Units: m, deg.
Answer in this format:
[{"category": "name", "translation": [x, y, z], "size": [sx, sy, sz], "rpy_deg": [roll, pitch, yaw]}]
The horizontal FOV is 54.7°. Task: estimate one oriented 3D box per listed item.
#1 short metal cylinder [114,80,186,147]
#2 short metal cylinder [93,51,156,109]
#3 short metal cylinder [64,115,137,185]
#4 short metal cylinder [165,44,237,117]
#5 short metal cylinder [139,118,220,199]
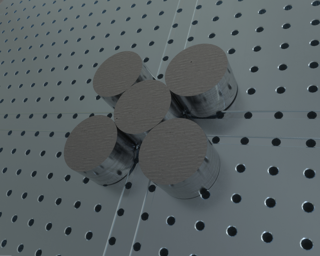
[{"category": "short metal cylinder", "translation": [-0.013, -0.016, 0.407], "size": [0.080, 0.050, 0.080], "rpy_deg": [-13, 56, 20]}, {"category": "short metal cylinder", "translation": [-0.051, -0.066, 0.457], "size": [0.080, 0.050, 0.080], "rpy_deg": [-13, 56, 20]}, {"category": "short metal cylinder", "translation": [-0.079, 0.030, 0.412], "size": [0.080, 0.050, 0.080], "rpy_deg": [-13, 56, 20]}, {"category": "short metal cylinder", "translation": [0.053, -0.061, 0.398], "size": [0.080, 0.050, 0.080], "rpy_deg": [-13, 56, 20]}, {"category": "short metal cylinder", "translation": [0.023, 0.035, 0.357], "size": [0.080, 0.050, 0.080], "rpy_deg": [-13, 56, 20]}]
